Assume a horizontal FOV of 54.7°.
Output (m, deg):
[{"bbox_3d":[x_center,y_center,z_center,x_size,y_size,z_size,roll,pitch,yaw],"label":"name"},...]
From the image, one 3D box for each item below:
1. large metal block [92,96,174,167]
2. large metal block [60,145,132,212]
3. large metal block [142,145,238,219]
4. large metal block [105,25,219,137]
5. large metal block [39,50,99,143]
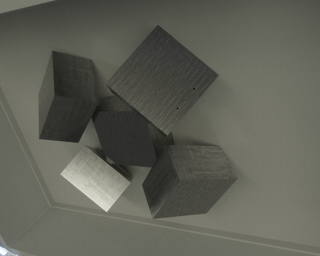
[{"bbox_3d":[-0.035,0.003,0.409,0.080,0.050,0.080,1,119,28],"label":"large metal block"},{"bbox_3d":[-0.088,0.072,0.455,0.080,0.050,0.080,39,173,1],"label":"large metal block"},{"bbox_3d":[0.034,0.067,0.386,0.081,0.050,0.079,3,134,-28],"label":"large metal block"},{"bbox_3d":[0.002,-0.047,0.334,0.080,0.050,0.080,40,86,1],"label":"large metal block"},{"bbox_3d":[-0.122,-0.039,0.401,0.050,0.080,0.080,8,136,-30],"label":"large metal block"}]
